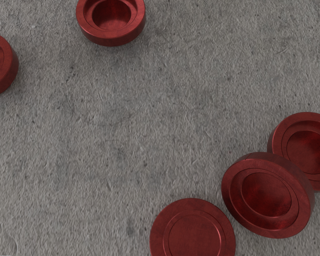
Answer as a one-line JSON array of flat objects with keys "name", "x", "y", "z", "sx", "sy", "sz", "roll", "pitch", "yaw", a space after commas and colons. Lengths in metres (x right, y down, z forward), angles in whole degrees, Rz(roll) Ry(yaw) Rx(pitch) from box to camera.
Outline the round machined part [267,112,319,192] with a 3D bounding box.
[{"name": "round machined part", "x": 0.183, "y": 0.032, "z": 0.388, "sx": 0.099, "sy": 0.042, "sz": 0.098, "roll": 0, "pitch": 70, "yaw": 0}]

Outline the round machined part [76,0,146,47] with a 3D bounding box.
[{"name": "round machined part", "x": -0.070, "y": -0.161, "z": 0.457, "sx": 0.099, "sy": 0.042, "sz": 0.098, "roll": 0, "pitch": 70, "yaw": 0}]

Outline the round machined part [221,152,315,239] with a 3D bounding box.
[{"name": "round machined part", "x": 0.124, "y": 0.072, "z": 0.354, "sx": 0.098, "sy": 0.097, "sz": 0.042, "roll": 45, "pitch": 40, "yaw": 14}]

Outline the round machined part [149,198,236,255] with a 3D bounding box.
[{"name": "round machined part", "x": 0.037, "y": 0.129, "z": 0.352, "sx": 0.099, "sy": 0.042, "sz": 0.098, "roll": 0, "pitch": 70, "yaw": 0}]

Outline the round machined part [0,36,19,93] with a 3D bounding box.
[{"name": "round machined part", "x": -0.244, "y": -0.081, "z": 0.427, "sx": 0.099, "sy": 0.042, "sz": 0.098, "roll": 0, "pitch": 70, "yaw": 0}]
